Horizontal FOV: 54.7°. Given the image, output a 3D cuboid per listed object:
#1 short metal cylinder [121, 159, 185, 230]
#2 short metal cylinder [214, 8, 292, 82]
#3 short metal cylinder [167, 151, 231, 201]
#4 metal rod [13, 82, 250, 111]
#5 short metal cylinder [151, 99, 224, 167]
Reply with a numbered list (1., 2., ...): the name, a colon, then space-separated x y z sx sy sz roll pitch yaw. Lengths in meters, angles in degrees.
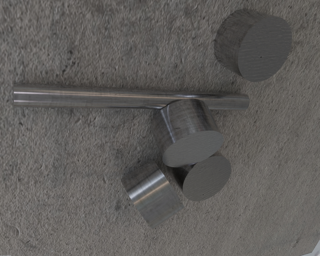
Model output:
1. short metal cylinder: -0.010 0.089 0.421 0.050 0.080 0.080 -33 129 -7
2. short metal cylinder: 0.116 -0.104 0.390 0.081 0.050 0.079 -14 124 -21
3. short metal cylinder: 0.057 0.061 0.460 0.081 0.050 0.079 -14 124 -21
4. metal rod: -0.012 -0.035 0.378 0.303 0.025 0.025 -1 119 -28
5. short metal cylinder: 0.034 0.008 0.396 0.081 0.050 0.080 -15 147 -10
